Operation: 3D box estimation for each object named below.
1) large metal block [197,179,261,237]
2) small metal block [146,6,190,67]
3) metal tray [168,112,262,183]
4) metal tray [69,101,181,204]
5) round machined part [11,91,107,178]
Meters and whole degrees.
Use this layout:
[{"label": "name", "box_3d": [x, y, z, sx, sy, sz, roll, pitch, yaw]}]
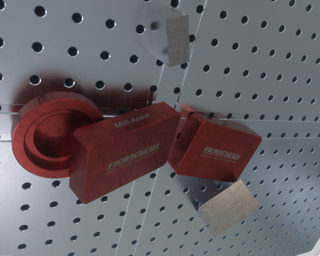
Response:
[{"label": "large metal block", "box_3d": [0.111, 0.137, 0.518, 0.080, 0.050, 0.080, -31, 160, -8]}, {"label": "small metal block", "box_3d": [0.009, -0.101, 0.337, 0.025, 0.050, 0.050, -18, 126, -18]}, {"label": "metal tray", "box_3d": [0.086, 0.034, 0.476, 0.131, 0.030, 0.089, 14, 111, -34]}, {"label": "metal tray", "box_3d": [-0.039, 0.026, 0.367, 0.131, 0.030, 0.089, -21, 140, -39]}, {"label": "round machined part", "box_3d": [-0.110, 0.004, 0.342, 0.099, 0.042, 0.097, -14, 124, -21]}]
